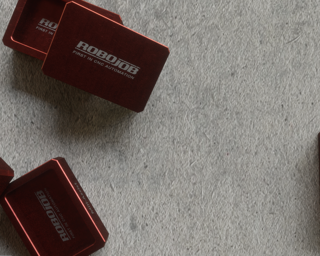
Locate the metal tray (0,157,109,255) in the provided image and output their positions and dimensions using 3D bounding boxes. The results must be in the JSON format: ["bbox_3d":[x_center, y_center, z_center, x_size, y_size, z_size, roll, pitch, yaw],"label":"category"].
[{"bbox_3d":[-0.139,0.115,0.406,0.090,0.030,0.130,-30,90,0],"label":"metal tray"}]

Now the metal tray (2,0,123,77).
[{"bbox_3d":[-0.124,-0.124,0.406,0.131,0.030,0.090,22,90,0],"label":"metal tray"}]

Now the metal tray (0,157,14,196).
[{"bbox_3d":[-0.254,0.082,0.388,0.090,0.030,0.130,35,90,23],"label":"metal tray"}]

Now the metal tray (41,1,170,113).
[{"bbox_3d":[-0.065,-0.085,0.384,0.131,0.030,0.090,22,101,-14],"label":"metal tray"}]
